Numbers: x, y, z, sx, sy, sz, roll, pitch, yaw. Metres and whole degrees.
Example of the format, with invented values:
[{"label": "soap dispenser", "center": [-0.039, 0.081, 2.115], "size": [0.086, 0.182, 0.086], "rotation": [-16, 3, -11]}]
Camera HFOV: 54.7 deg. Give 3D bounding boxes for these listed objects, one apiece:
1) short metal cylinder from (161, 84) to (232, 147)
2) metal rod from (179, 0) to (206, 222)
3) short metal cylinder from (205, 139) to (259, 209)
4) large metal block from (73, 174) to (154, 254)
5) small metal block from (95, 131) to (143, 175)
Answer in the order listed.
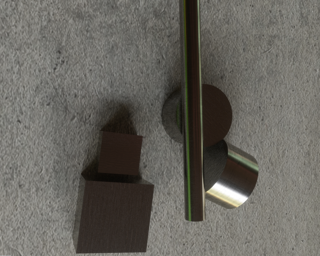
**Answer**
[{"label": "short metal cylinder", "center": [0.048, -0.016, 0.415], "size": [0.081, 0.050, 0.079], "rotation": [0, 90, -21]}, {"label": "metal rod", "center": [0.038, -0.040, 0.371], "size": [0.025, 0.025, 0.298], "rotation": [-2, 90, -20]}, {"label": "short metal cylinder", "center": [0.083, 0.060, 0.412], "size": [0.050, 0.080, 0.080], "rotation": [29, 81, -18]}, {"label": "large metal block", "center": [-0.058, 0.102, 0.375], "size": [0.081, 0.050, 0.080], "rotation": [8, 88, -20]}, {"label": "small metal block", "center": [-0.052, 0.031, 0.391], "size": [0.050, 0.025, 0.050], "rotation": [8, 87, -20]}]
